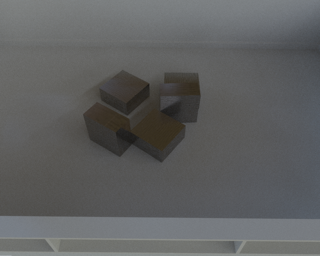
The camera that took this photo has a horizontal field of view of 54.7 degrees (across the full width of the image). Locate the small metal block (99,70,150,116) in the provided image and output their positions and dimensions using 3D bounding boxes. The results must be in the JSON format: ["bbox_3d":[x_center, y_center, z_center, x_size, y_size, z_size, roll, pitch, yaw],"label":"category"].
[{"bbox_3d":[-0.050,-0.052,0.448,0.050,0.025,0.050,30,56,22],"label":"small metal block"}]

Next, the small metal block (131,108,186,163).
[{"bbox_3d":[-0.003,0.009,0.398,0.050,0.025,0.050,30,56,22],"label":"small metal block"}]

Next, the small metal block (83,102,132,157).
[{"bbox_3d":[-0.064,0.002,0.386,0.050,0.050,0.025,27,55,21],"label":"small metal block"}]

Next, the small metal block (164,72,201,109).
[{"bbox_3d":[0.031,-0.055,0.452,0.050,0.025,0.050,1,50,0],"label":"small metal block"}]

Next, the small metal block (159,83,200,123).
[{"bbox_3d":[0.025,-0.033,0.416,0.050,0.050,0.025,-2,48,-3],"label":"small metal block"}]
